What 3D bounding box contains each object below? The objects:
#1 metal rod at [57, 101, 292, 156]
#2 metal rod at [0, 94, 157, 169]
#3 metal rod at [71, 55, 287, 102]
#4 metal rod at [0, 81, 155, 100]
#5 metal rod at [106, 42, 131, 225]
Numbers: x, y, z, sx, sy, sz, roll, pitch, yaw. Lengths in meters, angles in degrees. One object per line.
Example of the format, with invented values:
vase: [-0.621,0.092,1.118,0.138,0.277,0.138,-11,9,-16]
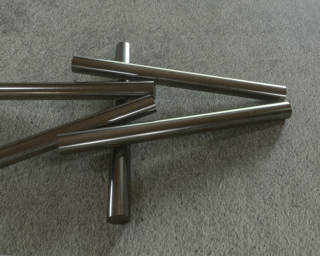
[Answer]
metal rod: [0.031,-0.003,0.387,0.302,0.025,0.025,-9,50,-16]
metal rod: [-0.148,0.021,0.367,0.302,0.025,0.025,-21,53,-10]
metal rod: [0.028,-0.070,0.442,0.302,0.025,0.025,8,50,-2]
metal rod: [-0.157,-0.051,0.427,0.302,0.025,0.025,1,50,7]
metal rod: [-0.052,-0.019,0.419,0.025,0.025,0.300,-2,50,-2]
